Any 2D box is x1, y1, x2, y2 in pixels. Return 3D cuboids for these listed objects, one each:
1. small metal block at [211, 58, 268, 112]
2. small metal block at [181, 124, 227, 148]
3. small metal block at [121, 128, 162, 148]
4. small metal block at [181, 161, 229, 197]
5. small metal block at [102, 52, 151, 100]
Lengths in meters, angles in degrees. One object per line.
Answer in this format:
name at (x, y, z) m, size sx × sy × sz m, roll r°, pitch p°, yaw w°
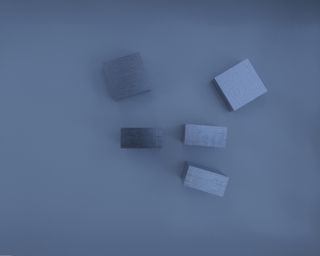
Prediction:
small metal block at (0.105, -0.056, 0.413) m, size 0.050 × 0.025 × 0.050 m, roll -31°, pitch 90°, yaw -1°
small metal block at (0.055, 0.009, 0.400) m, size 0.050 × 0.050 × 0.025 m, roll 5°, pitch 90°, yaw -1°
small metal block at (-0.022, 0.012, 0.399) m, size 0.050 × 0.050 × 0.025 m, roll 0°, pitch 90°, yaw -1°
small metal block at (0.056, 0.064, 0.400) m, size 0.050 × 0.050 × 0.025 m, roll 17°, pitch 90°, yaw -1°
small metal block at (-0.043, -0.067, 0.411) m, size 0.050 × 0.025 × 0.050 m, roll -17°, pitch 90°, yaw -1°
